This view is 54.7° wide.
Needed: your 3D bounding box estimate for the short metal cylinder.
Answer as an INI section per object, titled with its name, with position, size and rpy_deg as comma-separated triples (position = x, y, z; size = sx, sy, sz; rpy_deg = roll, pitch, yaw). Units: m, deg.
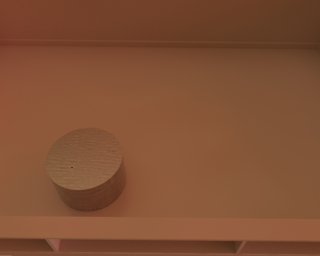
[short metal cylinder]
position = -0.081, 0.046, 0.349
size = 0.081, 0.050, 0.080
rpy_deg = 0, 50, 0
